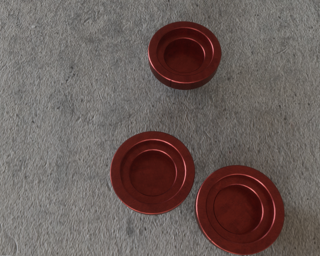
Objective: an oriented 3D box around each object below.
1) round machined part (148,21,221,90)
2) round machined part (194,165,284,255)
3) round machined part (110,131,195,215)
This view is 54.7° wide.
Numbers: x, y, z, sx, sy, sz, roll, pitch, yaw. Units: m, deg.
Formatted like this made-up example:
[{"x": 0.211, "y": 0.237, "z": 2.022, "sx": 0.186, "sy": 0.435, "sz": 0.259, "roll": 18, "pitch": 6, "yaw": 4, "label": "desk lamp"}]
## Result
[{"x": 0.033, "y": -0.096, "z": 0.434, "sx": 0.099, "sy": 0.042, "sz": 0.098, "roll": 0, "pitch": 70, "yaw": 0, "label": "round machined part"}, {"x": 0.090, "y": 0.096, "z": 0.364, "sx": 0.099, "sy": 0.042, "sz": 0.098, "roll": 0, "pitch": 70, "yaw": 0, "label": "round machined part"}, {"x": -0.009, "y": 0.056, "z": 0.378, "sx": 0.099, "sy": 0.042, "sz": 0.098, "roll": 0, "pitch": 70, "yaw": 0, "label": "round machined part"}]
